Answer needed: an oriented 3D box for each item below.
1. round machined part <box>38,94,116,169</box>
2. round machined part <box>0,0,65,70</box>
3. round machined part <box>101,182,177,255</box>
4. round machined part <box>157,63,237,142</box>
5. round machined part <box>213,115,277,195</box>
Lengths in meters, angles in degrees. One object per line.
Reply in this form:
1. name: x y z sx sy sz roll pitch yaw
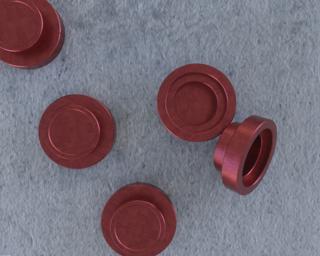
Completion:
1. round machined part: -0.108 0.005 0.400 0.099 0.042 0.097 0 90 -1
2. round machined part: -0.178 -0.128 0.399 0.099 0.042 0.097 0 90 -1
3. round machined part: -0.028 0.123 0.401 0.099 0.042 0.097 0 90 -1
4. round machined part: 0.045 -0.031 0.402 0.099 0.042 0.097 0 90 -1
5. round machined part: 0.103 0.030 0.385 0.042 0.098 0.098 22 90 37
